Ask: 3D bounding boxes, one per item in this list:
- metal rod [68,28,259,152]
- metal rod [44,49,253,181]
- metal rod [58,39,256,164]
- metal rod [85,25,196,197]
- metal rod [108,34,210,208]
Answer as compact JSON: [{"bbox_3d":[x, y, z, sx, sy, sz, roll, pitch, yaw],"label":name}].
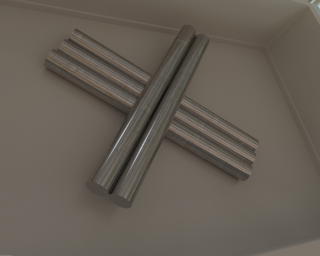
[{"bbox_3d":[0.011,-0.047,0.438,0.301,0.025,0.025,30,52,-9],"label":"metal rod"},{"bbox_3d":[-0.008,-0.012,0.406,0.301,0.025,0.025,30,52,-9],"label":"metal rod"},{"bbox_3d":[0.002,-0.029,0.422,0.301,0.025,0.025,30,52,-9],"label":"metal rod"},{"bbox_3d":[-0.008,-0.046,0.395,0.025,0.025,0.301,33,51,-7],"label":"metal rod"},{"bbox_3d":[0.013,-0.033,0.399,0.025,0.025,0.301,33,51,-7],"label":"metal rod"}]
